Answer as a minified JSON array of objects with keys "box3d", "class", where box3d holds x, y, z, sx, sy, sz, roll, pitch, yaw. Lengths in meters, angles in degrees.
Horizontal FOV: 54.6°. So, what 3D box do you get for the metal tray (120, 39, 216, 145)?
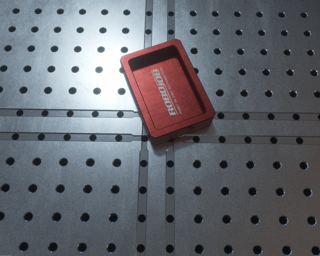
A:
[{"box3d":[0.008,-0.052,0.428,0.090,0.030,0.130,-20,71,-7],"class":"metal tray"}]
